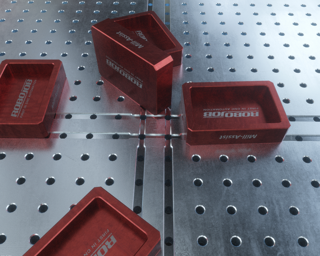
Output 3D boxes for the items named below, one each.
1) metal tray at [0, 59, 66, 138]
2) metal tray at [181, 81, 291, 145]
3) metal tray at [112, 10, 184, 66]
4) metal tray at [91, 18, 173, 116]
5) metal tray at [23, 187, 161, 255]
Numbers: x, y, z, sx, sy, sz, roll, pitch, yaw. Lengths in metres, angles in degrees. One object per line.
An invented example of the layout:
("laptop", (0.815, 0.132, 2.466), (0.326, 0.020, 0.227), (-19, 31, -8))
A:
("metal tray", (-0.193, -0.046, 0.439), (0.091, 0.030, 0.130), (0, 50, -1))
("metal tray", (0.098, -0.023, 0.424), (0.131, 0.030, 0.090), (-2, 50, -2))
("metal tray", (-0.028, -0.148, 0.527), (0.091, 0.030, 0.130), (-18, 53, -15))
("metal tray", (-0.040, -0.086, 0.437), (0.130, 0.089, 0.030), (37, 59, 27))
("metal tray", (-0.072, 0.130, 0.294), (0.090, 0.030, 0.131), (31, 56, 23))
